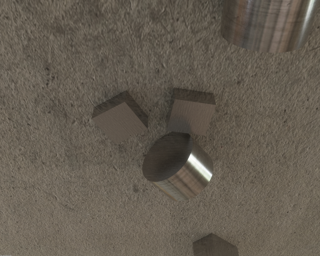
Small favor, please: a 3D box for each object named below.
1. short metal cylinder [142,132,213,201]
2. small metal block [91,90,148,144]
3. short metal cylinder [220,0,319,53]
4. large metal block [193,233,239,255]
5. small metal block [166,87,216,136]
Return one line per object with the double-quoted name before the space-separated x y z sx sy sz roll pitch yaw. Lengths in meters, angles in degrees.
"short metal cylinder" 0.024 0.050 0.414 0.080 0.080 0.050 -30 124 22
"small metal block" -0.050 -0.013 0.396 0.050 0.025 0.050 -25 126 19
"short metal cylinder" 0.098 -0.109 0.280 0.081 0.080 0.050 0 130 -1
"large metal block" 0.112 0.263 0.597 0.080 0.080 0.050 36 121 -27
"small metal block" 0.038 -0.020 0.391 0.050 0.025 0.050 8 130 -7
